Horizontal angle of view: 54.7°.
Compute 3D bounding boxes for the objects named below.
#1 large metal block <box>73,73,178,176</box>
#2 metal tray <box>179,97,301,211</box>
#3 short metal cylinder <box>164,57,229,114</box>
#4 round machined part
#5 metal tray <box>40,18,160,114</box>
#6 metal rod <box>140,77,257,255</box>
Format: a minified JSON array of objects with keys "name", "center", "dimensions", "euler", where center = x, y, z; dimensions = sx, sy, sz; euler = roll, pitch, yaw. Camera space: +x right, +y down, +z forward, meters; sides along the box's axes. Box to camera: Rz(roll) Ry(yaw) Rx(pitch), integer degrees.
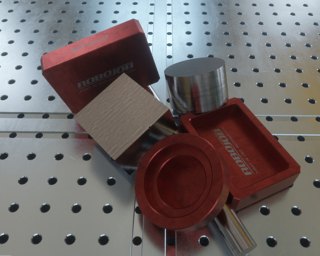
[{"name":"large metal block","center":[-0.039,-0.005,0.367],"dimensions":[0.080,0.050,0.080],"euler":[-44,61,-10]},{"name":"metal tray","center":[0.091,0.025,0.379],"dimensions":[0.091,0.030,0.130],"euler":[-20,53,-16]},{"name":"short metal cylinder","center":[0.050,-0.059,0.417],"dimensions":[0.080,0.050,0.080],"euler":[-10,26,5]},{"name":"round machined part","center":[0.026,0.058,0.325],"dimensions":[0.098,0.042,0.098],"euler":[-13,62,26]},{"name":"metal tray","center":[-0.074,-0.077,0.406],"dimensions":[0.131,0.090,0.030],"euler":[-22,54,0]},{"name":"metal rod","center":[0.020,0.016,0.388],"dimensions":[0.025,0.025,0.300],"euler":[-20,53,-16]}]
